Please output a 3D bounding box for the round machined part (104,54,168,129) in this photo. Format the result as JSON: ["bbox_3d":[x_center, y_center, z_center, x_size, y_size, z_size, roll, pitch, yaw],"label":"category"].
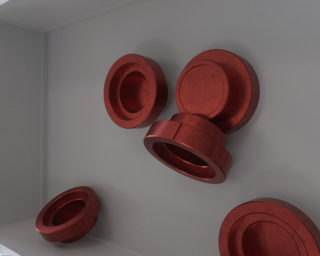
[{"bbox_3d":[-0.028,-0.048,0.419,0.098,0.042,0.097,0,90,40],"label":"round machined part"}]

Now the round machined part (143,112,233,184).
[{"bbox_3d":[0.034,0.019,0.343,0.098,0.098,0.042,10,62,39],"label":"round machined part"}]

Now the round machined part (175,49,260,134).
[{"bbox_3d":[0.057,-0.040,0.349,0.098,0.042,0.097,0,90,40],"label":"round machined part"}]

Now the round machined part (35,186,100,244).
[{"bbox_3d":[-0.138,0.140,0.485,0.098,0.098,0.042,0,123,40],"label":"round machined part"}]

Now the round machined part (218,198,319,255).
[{"bbox_3d":[0.111,0.117,0.304,0.098,0.042,0.097,0,90,40],"label":"round machined part"}]
